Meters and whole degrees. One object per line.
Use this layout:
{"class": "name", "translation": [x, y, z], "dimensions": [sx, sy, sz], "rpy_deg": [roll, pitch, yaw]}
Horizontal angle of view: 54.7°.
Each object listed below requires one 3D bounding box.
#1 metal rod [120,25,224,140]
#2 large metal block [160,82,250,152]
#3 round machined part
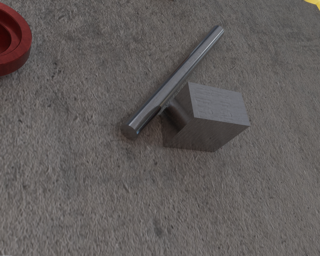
{"class": "metal rod", "translation": [0.034, -0.086, 0.476], "dimensions": [0.025, 0.025, 0.301], "rpy_deg": [40, 51, -2]}
{"class": "large metal block", "translation": [0.055, -0.010, 0.407], "dimensions": [0.081, 0.080, 0.050], "rpy_deg": [8, 59, -25]}
{"class": "round machined part", "translation": [-0.198, -0.095, 0.345], "dimensions": [0.099, 0.042, 0.098], "rpy_deg": [14, 56, -21]}
